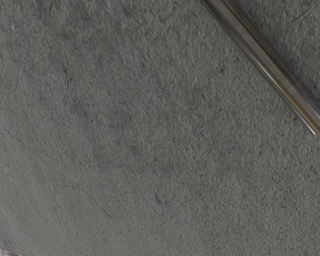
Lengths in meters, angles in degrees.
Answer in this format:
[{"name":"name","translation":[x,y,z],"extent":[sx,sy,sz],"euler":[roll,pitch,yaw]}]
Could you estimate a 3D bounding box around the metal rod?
[{"name":"metal rod","translation":[0.066,-0.112,0.302],"extent":[0.300,0.025,0.025],"euler":[48,129,-6]}]
